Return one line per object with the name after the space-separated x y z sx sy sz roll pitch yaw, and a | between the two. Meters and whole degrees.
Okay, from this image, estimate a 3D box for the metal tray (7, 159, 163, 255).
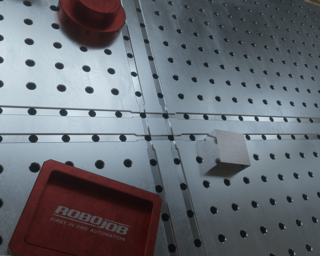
-0.068 0.095 0.310 0.131 0.030 0.090 22 54 -15 | metal tray

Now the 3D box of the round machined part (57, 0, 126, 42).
-0.096 -0.178 0.454 0.099 0.042 0.098 14 56 -21 | round machined part

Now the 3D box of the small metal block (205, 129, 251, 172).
0.096 0.032 0.440 0.050 0.025 0.050 9 58 -24 | small metal block
